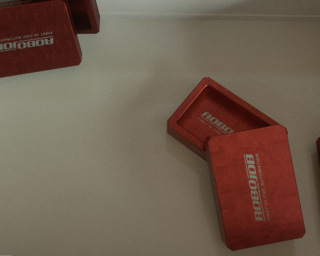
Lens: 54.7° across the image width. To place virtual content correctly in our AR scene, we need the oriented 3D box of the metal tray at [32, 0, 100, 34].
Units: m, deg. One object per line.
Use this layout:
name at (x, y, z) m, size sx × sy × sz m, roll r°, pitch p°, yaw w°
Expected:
metal tray at (-0.137, -0.179, 0.418) m, size 0.091 × 0.130 × 0.030 m, roll -1°, pitch 70°, yaw -1°

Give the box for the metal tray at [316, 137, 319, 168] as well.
metal tray at (0.237, 0.065, 0.353) m, size 0.030 × 0.090 × 0.130 m, roll 14°, pitch 67°, yaw -29°

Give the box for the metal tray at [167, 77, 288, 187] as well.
metal tray at (0.085, 0.004, 0.406) m, size 0.130 × 0.030 × 0.090 m, roll 36°, pitch 74°, yaw 12°

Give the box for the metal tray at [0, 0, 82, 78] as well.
metal tray at (-0.181, -0.121, 0.416) m, size 0.131 × 0.089 × 0.030 m, roll -10°, pitch 38°, yaw -4°

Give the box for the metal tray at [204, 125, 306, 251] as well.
metal tray at (0.109, 0.067, 0.362) m, size 0.091 × 0.030 × 0.129 m, roll -10°, pitch 88°, yaw -2°
